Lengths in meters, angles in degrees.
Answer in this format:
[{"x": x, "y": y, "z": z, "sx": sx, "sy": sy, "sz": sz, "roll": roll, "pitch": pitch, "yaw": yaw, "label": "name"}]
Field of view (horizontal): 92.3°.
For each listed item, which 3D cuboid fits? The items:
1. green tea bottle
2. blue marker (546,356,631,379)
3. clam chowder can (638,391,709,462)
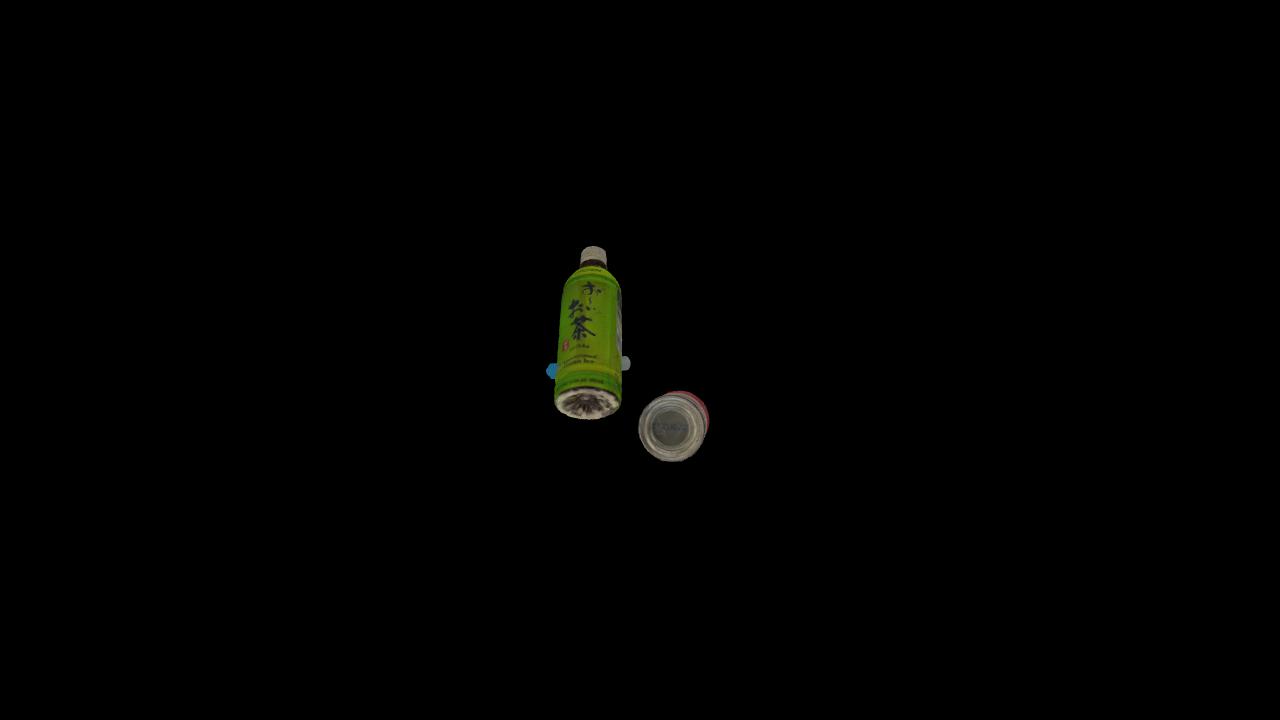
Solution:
[{"x": -0.054, "y": -0.039, "z": 0.682, "sx": 0.073, "sy": 0.212, "sz": 0.073, "roll": 0, "pitch": -36, "yaw": 0, "label": "green tea bottle"}, {"x": -0.063, "y": 0.009, "z": 0.764, "sx": 0.121, "sy": 0.020, "sz": 0.020, "roll": -6, "pitch": 4, "yaw": -41, "label": "blue marker"}, {"x": 0.038, "y": 0.067, "z": 0.645, "sx": 0.068, "sy": 0.068, "sz": 0.102, "roll": 0, "pitch": -1, "yaw": 8, "label": "clam chowder can"}]
